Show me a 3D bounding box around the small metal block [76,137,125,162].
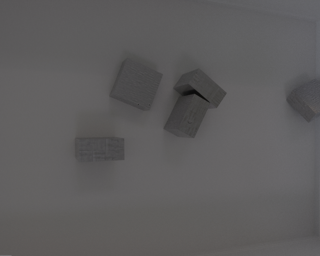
[{"bbox_3d":[-0.073,0.025,0.370,0.050,0.050,0.025,-1,91,-20],"label":"small metal block"}]

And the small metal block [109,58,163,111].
[{"bbox_3d":[-0.031,-0.055,0.399,0.050,0.025,0.050,22,83,-19],"label":"small metal block"}]

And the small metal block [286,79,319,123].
[{"bbox_3d":[0.238,-0.043,0.485,0.050,0.025,0.050,-26,63,-18],"label":"small metal block"}]

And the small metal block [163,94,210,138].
[{"bbox_3d":[0.034,-0.015,0.410,0.025,0.050,0.050,29,81,-18],"label":"small metal block"}]

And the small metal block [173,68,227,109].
[{"bbox_3d":[0.053,-0.050,0.416,0.050,0.050,0.025,38,78,-16],"label":"small metal block"}]
